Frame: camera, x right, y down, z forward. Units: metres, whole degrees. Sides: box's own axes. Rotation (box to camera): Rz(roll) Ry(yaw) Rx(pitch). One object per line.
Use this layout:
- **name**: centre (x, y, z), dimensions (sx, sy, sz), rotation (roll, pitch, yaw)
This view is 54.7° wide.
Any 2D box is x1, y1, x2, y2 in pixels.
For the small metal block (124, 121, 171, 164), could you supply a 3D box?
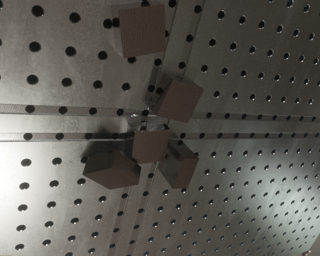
- **small metal block**: centre (-0.018, 0.020, 0.415), dimensions (0.050, 0.025, 0.050), rotation (-5, 121, -26)

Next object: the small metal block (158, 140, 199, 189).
- **small metal block**: centre (0.025, 0.051, 0.442), dimensions (0.025, 0.050, 0.050), rotation (3, 117, -30)

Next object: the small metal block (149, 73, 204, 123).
- **small metal block**: centre (0.021, -0.038, 0.401), dimensions (0.050, 0.025, 0.050), rotation (12, 112, -34)

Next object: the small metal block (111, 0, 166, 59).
- **small metal block**: centre (-0.022, -0.107, 0.334), dimensions (0.050, 0.025, 0.050), rotation (-16, 125, -20)

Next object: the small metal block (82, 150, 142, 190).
- **small metal block**: centre (-0.061, 0.055, 0.396), dimensions (0.050, 0.025, 0.050), rotation (-17, 139, 33)
